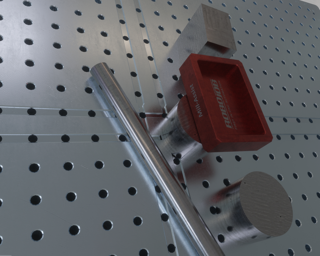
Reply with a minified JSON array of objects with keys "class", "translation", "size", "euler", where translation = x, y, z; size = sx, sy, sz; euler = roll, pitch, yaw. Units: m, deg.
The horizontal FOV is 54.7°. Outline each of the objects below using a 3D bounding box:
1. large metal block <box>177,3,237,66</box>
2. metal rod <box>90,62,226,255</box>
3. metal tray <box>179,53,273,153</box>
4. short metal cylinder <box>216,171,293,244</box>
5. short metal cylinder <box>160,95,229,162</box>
[{"class":"large metal block","translation":[0.071,-0.133,0.492],"size":[0.050,0.080,0.080],"euler":[11,57,-23]},{"class":"metal rod","translation":[-0.004,0.044,0.379],"size":[0.025,0.025,0.299],"euler":[-23,74,-36]},{"class":"metal tray","translation":[0.085,-0.034,0.407],"size":[0.091,0.030,0.130],"euler":[1,61,-28]},{"class":"short metal cylinder","translation":[0.119,0.102,0.395],"size":[0.081,0.050,0.080],"euler":[14,56,-21]},{"class":"short metal cylinder","translation":[0.047,-0.001,0.418],"size":[0.081,0.050,0.080],"euler":[14,56,-21]}]
